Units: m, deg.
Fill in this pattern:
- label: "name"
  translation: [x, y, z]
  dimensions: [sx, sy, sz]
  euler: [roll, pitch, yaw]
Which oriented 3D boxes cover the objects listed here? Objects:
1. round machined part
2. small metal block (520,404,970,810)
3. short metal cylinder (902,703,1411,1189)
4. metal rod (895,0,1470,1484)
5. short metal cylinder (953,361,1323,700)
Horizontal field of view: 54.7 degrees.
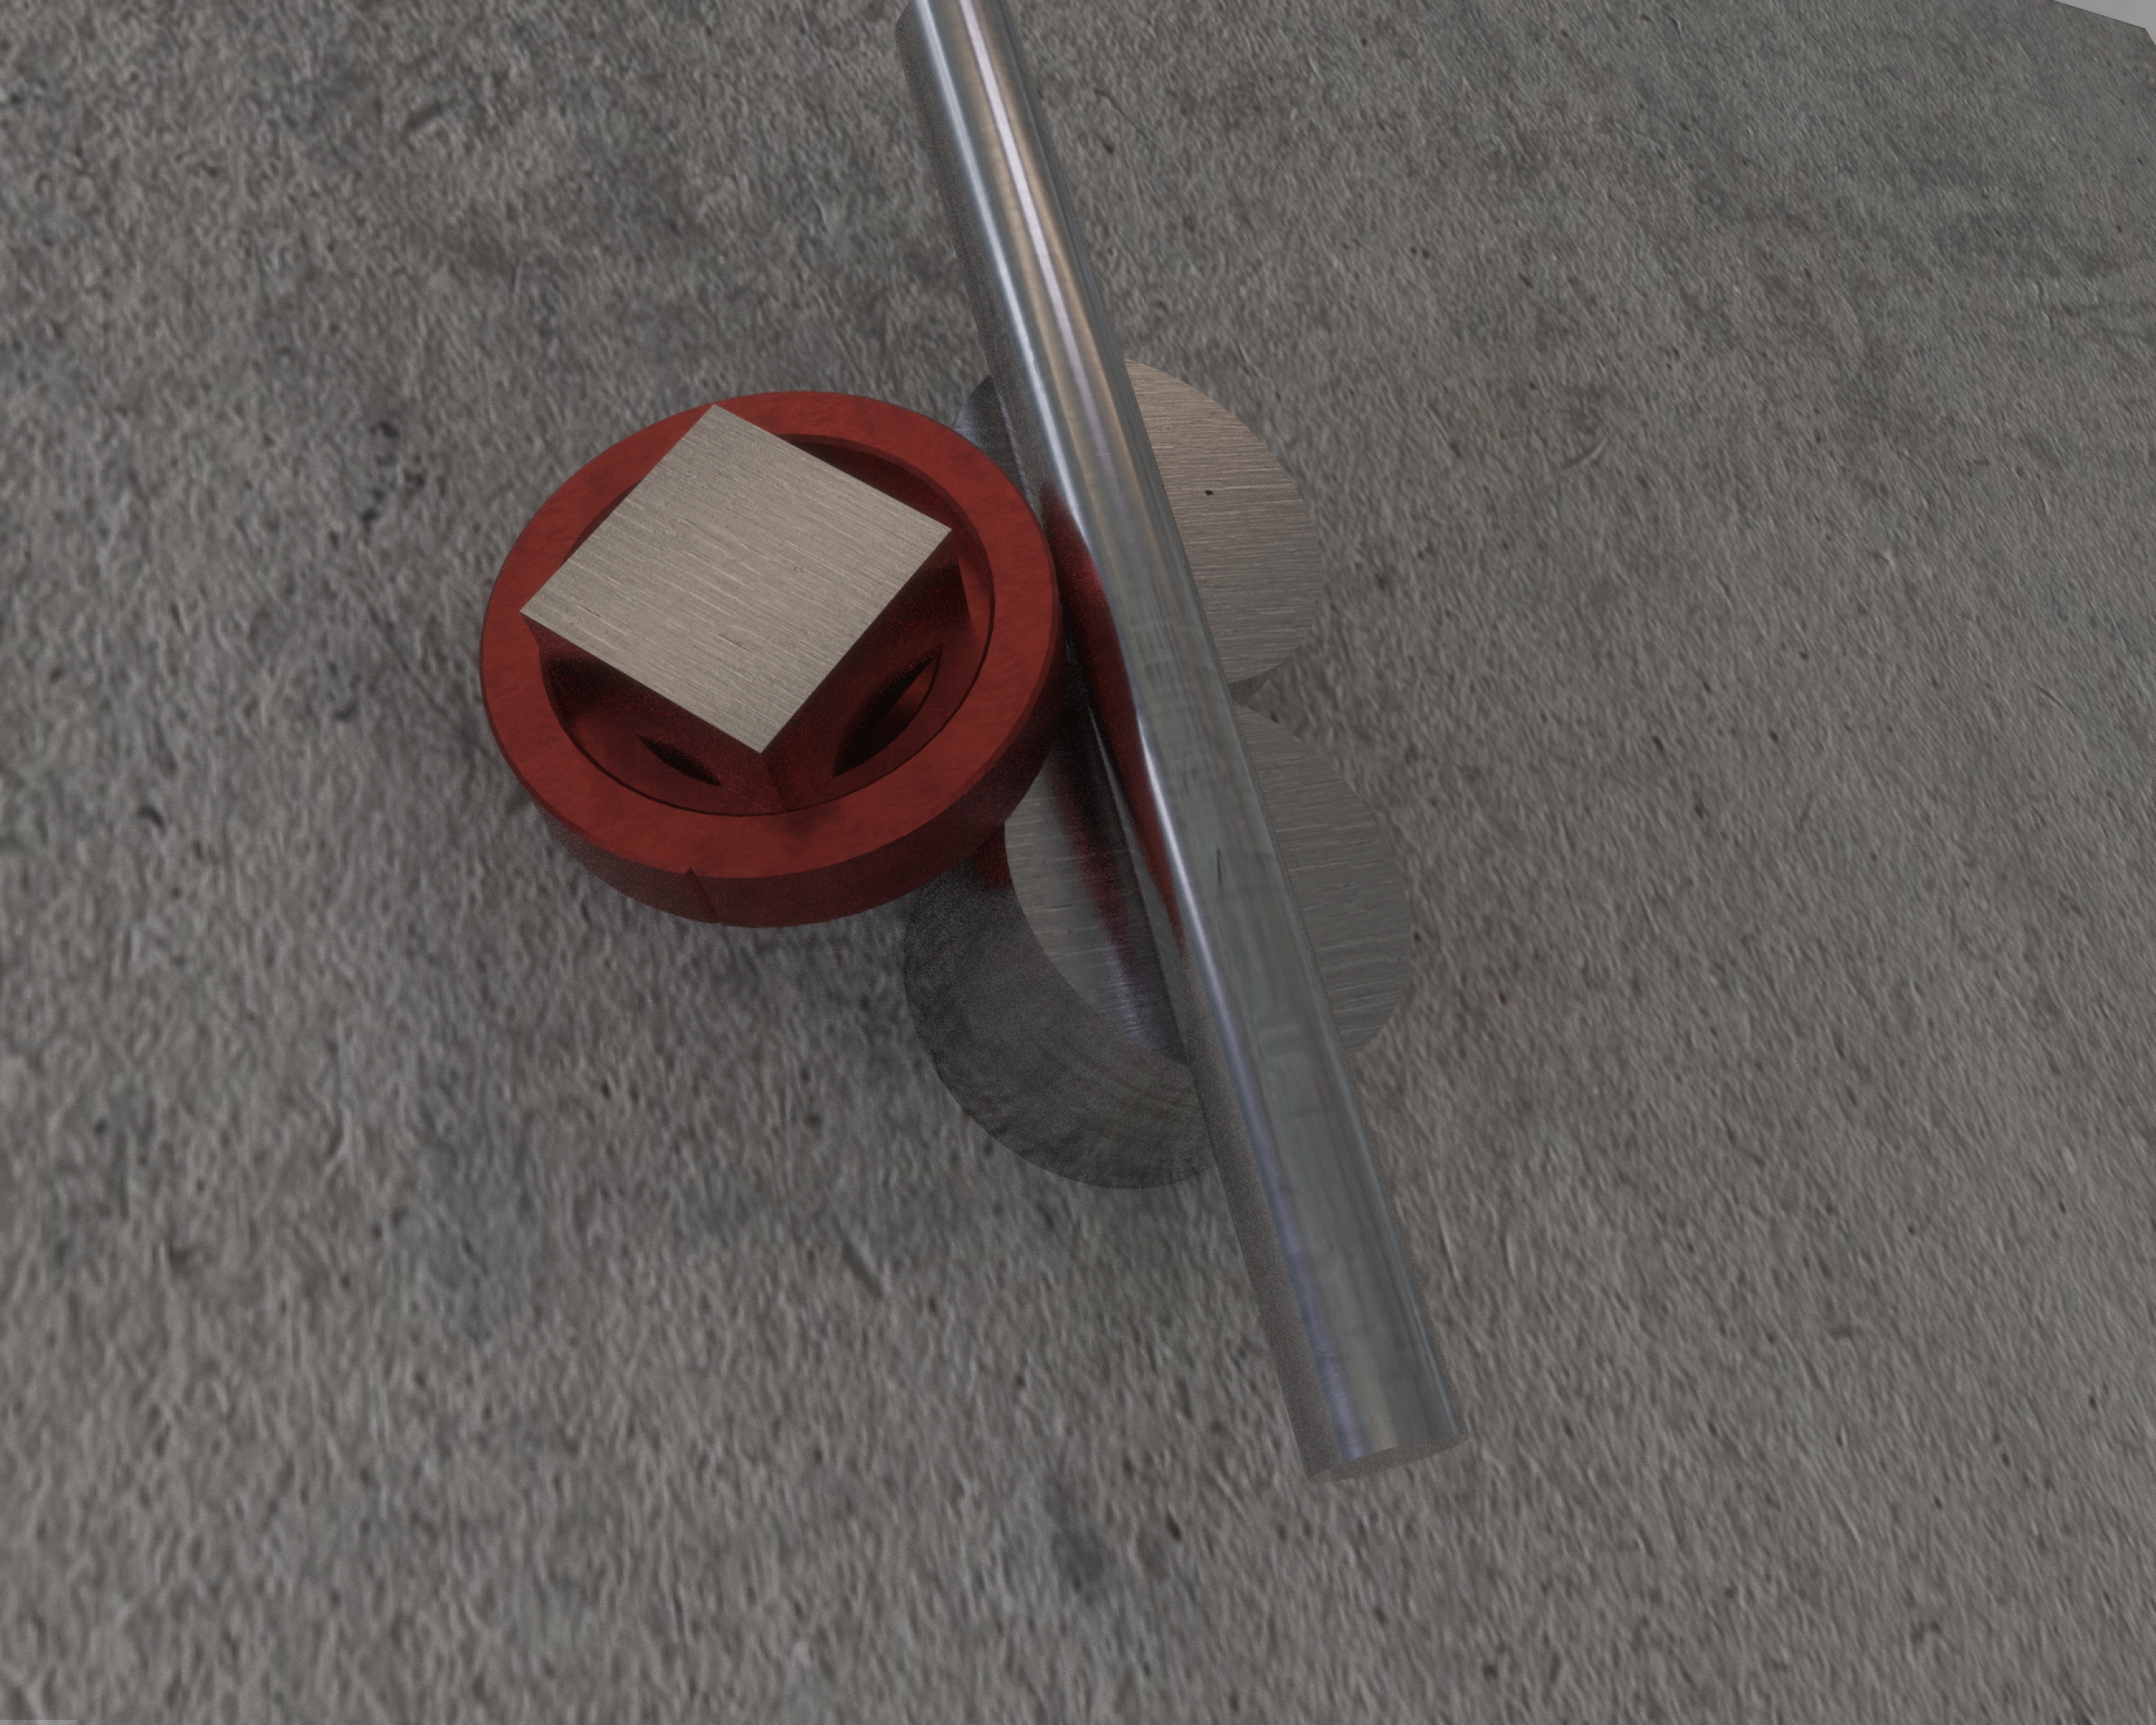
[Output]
- label: "round machined part"
  translation: [-0.051, -0.032, 0.370]
  dimensions: [0.099, 0.042, 0.098]
  euler: [-2, 63, 3]
- label: "small metal block"
  translation: [-0.055, -0.042, 0.349]
  dimensions: [0.050, 0.025, 0.050]
  euler: [30, 69, 18]
- label: "short metal cylinder"
  translation: [0.014, 0.014, 0.388]
  dimensions: [0.081, 0.050, 0.080]
  euler: [14, 55, -20]
- label: "metal rod"
  translation: [0.010, -0.042, 0.373]
  dimensions: [0.025, 0.025, 0.299]
  euler: [-1, 62, -29]
- label: "short metal cylinder"
  translation: [0.002, -0.057, 0.425]
  dimensions: [0.081, 0.050, 0.080]
  euler: [14, 56, -21]
